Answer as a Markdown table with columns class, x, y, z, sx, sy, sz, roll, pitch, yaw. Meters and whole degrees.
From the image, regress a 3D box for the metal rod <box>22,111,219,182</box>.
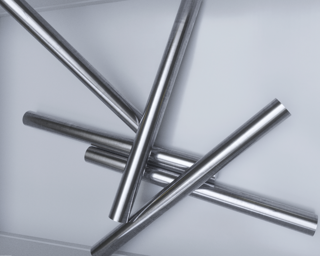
| class | x | y | z | sx | sy | sz | roll | pitch | yaw |
| --- | --- | --- | --- | --- | --- | --- | --- | --- | --- |
| metal rod | -0.066 | 0.020 | 0.433 | 0.301 | 0.025 | 0.025 | 14 | 95 | 19 |

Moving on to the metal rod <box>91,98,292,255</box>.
| class | x | y | z | sx | sy | sz | roll | pitch | yaw |
| --- | --- | --- | --- | --- | --- | --- | --- | --- | --- |
| metal rod | 0.025 | 0.072 | 0.373 | 0.299 | 0.025 | 0.025 | -42 | 77 | 16 |

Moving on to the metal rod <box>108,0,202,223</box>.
| class | x | y | z | sx | sy | sz | roll | pitch | yaw |
| --- | --- | --- | --- | --- | --- | --- | --- | --- | --- |
| metal rod | -0.005 | -0.029 | 0.390 | 0.025 | 0.025 | 0.299 | 18 | 88 | 19 |

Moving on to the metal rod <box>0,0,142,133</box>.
| class | x | y | z | sx | sy | sz | roll | pitch | yaw |
| --- | --- | --- | --- | --- | --- | --- | --- | --- | --- |
| metal rod | -0.117 | -0.092 | 0.385 | 0.025 | 0.025 | 0.300 | -43 | 102 | 15 |

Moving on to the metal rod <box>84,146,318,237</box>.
| class | x | y | z | sx | sy | sz | roll | pitch | yaw |
| --- | --- | --- | --- | --- | --- | --- | --- | --- | --- |
| metal rod | 0.036 | 0.074 | 0.397 | 0.301 | 0.025 | 0.025 | 15 | 95 | 19 |
